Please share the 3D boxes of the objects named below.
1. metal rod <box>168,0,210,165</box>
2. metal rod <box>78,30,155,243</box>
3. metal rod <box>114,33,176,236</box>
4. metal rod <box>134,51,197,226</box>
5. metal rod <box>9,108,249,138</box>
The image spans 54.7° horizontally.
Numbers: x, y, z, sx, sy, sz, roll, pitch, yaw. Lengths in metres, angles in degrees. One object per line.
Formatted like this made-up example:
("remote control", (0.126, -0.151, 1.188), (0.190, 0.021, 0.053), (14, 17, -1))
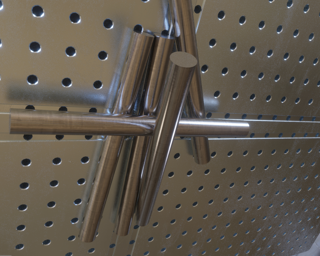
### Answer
("metal rod", (0.038, -0.070, 0.390), (0.025, 0.025, 0.298), (-24, 128, -14))
("metal rod", (-0.062, 0.027, 0.395), (0.025, 0.025, 0.298), (4, 116, -31))
("metal rod", (-0.027, 0.027, 0.414), (0.025, 0.025, 0.298), (-1, 119, -28))
("metal rod", (-0.004, 0.041, 0.383), (0.025, 0.025, 0.298), (-11, 140, -23))
("metal rod", (-0.012, -0.003, 0.370), (0.303, 0.025, 0.025), (2, 118, -30))
